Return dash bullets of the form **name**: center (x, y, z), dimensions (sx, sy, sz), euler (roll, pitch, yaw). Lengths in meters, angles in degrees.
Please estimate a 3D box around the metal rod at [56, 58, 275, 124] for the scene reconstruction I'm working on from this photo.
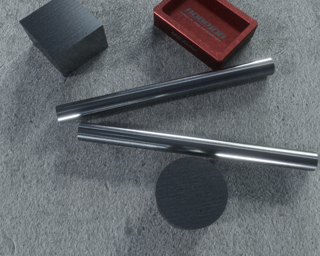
- **metal rod**: center (0.011, -0.053, 0.427), dimensions (0.302, 0.025, 0.025), euler (-14, 71, -6)

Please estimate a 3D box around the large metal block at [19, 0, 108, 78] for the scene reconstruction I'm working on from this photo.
- **large metal block**: center (-0.134, -0.134, 0.442), dimensions (0.080, 0.050, 0.080), euler (-41, 75, -14)

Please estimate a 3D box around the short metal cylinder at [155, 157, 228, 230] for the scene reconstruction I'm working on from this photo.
- **short metal cylinder**: center (0.035, 0.079, 0.366), dimensions (0.081, 0.050, 0.080), euler (0, 70, 0)

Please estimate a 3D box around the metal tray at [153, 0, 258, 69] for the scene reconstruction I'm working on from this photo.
- **metal tray**: center (0.066, -0.157, 0.463), dimensions (0.130, 0.030, 0.090), euler (41, 75, 13)

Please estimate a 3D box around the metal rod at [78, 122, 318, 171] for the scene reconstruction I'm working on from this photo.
- **metal rod**: center (0.046, 0.023, 0.400), dimensions (0.302, 0.025, 0.025), euler (7, 70, 2)
